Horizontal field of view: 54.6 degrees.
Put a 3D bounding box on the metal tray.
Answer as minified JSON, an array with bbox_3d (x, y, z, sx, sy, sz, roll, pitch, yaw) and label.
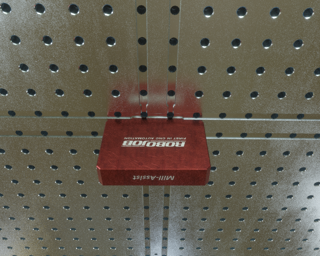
[{"bbox_3d":[-0.007,0.028,0.392,0.131,0.090,0.030,0,130,0],"label":"metal tray"}]
